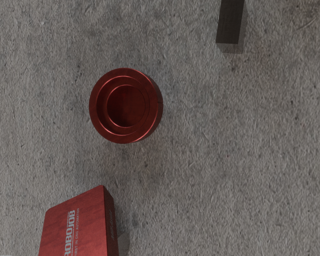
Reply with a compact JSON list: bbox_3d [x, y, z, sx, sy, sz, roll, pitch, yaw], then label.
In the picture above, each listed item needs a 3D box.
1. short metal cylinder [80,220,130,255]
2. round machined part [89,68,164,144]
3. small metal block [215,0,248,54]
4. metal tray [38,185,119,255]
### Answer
[{"bbox_3d":[-0.081,0.168,0.408,0.050,0.080,0.080,16,95,19],"label":"short metal cylinder"},{"bbox_3d":[-0.041,-0.029,0.415,0.098,0.042,0.097,0,90,20],"label":"round machined part"},{"bbox_3d":[0.086,-0.118,0.365,0.025,0.050,0.050,9,93,20],"label":"small metal block"},{"bbox_3d":[-0.101,0.138,0.384,0.090,0.130,0.030,-25,121,2],"label":"metal tray"}]
